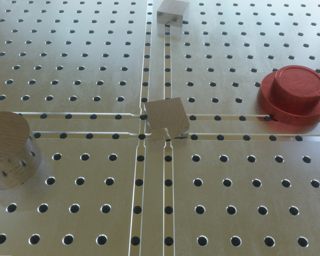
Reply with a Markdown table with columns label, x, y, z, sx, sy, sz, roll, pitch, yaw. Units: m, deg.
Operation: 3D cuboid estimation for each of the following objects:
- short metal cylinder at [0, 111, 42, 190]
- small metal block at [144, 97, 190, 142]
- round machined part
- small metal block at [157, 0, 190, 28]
| label | x | y | z | sx | sy | sz | roll | pitch | yaw |
| --- | --- | --- | --- | --- | --- | --- | --- | --- | --- |
| short metal cylinder | -0.188 | 0.026 | 0.367 | 0.081 | 0.050 | 0.080 | 1 | 50 | 0 |
| small metal block | 0.008 | -0.012 | 0.418 | 0.050 | 0.025 | 0.050 | -9 | 51 | -8 |
| round machined part | 0.195 | -0.053 | 0.444 | 0.099 | 0.042 | 0.098 | 0 | 50 | 0 |
| small metal block | 0.026 | -0.221 | 0.594 | 0.050 | 0.025 | 0.050 | 14 | 51 | 11 |
